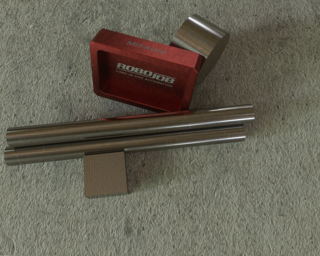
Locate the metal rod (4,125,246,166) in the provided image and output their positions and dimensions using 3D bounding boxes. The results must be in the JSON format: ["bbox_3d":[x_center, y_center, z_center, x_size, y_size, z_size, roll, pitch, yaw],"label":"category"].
[{"bbox_3d":[-0.042,0.021,0.400,0.302,0.025,0.025,-6,70,-3],"label":"metal rod"}]

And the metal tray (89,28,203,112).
[{"bbox_3d":[-0.020,-0.066,0.394,0.131,0.089,0.030,16,51,5],"label":"metal tray"}]

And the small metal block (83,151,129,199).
[{"bbox_3d":[-0.067,0.059,0.386,0.050,0.025,0.050,-6,70,-3],"label":"small metal block"}]

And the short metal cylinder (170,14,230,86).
[{"bbox_3d":[0.050,-0.104,0.418,0.050,0.080,0.080,35,74,11],"label":"short metal cylinder"}]

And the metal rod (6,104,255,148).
[{"bbox_3d":[-0.034,-0.003,0.388,0.302,0.025,0.025,-6,70,-3],"label":"metal rod"}]
